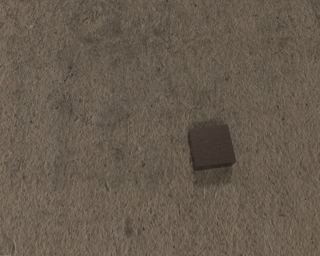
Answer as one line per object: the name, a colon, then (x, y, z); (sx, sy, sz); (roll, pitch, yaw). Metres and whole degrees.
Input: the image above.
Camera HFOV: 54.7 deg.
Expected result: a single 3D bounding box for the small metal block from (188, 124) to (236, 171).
small metal block: (0.066, 0.026, 0.400); (0.050, 0.025, 0.050); (-7, 70, -3)
